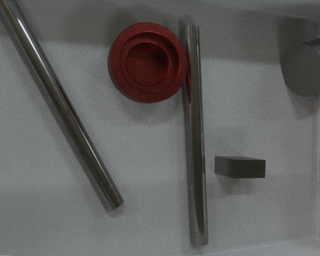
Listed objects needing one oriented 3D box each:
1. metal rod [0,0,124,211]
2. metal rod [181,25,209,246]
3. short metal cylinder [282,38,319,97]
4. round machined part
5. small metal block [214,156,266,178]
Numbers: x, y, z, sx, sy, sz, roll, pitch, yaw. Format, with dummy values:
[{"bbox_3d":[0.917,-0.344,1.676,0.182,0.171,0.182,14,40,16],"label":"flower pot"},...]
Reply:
[{"bbox_3d":[-0.122,-0.035,0.365,0.025,0.025,0.299,-29,100,-18],"label":"metal rod"},{"bbox_3d":[0.048,0.011,0.429,0.025,0.025,0.298,-3,91,-20],"label":"metal rod"},{"bbox_3d":[0.234,-0.093,0.470,0.050,0.080,0.080,-19,97,-19],"label":"short metal cylinder"},{"bbox_3d":[-0.018,-0.080,0.396,0.099,0.042,0.097,0,90,-21],"label":"round machined part"},{"bbox_3d":[0.113,0.055,0.441,0.050,0.050,0.025,3,89,-20],"label":"small metal block"}]
